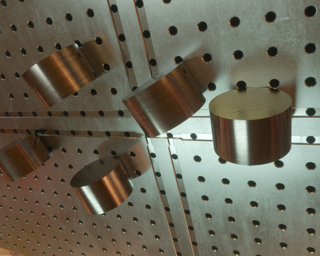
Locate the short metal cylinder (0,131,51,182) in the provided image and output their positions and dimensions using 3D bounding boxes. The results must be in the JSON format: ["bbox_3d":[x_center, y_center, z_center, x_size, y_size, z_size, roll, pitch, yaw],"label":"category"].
[{"bbox_3d":[-0.234,0.047,0.525,0.080,0.080,0.050,-18,109,35],"label":"short metal cylinder"}]

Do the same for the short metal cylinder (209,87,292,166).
[{"bbox_3d":[0.094,-0.004,0.323,0.080,0.080,0.050,3,120,26],"label":"short metal cylinder"}]

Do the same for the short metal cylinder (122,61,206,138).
[{"bbox_3d":[0.005,-0.033,0.352,0.080,0.080,0.050,-25,105,36],"label":"short metal cylinder"}]

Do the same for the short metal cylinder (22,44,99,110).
[{"bbox_3d":[-0.127,-0.066,0.400,0.080,0.080,0.050,-22,107,36],"label":"short metal cylinder"}]

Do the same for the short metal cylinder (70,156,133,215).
[{"bbox_3d":[-0.088,0.086,0.473,0.080,0.080,0.050,-11,113,32],"label":"short metal cylinder"}]
